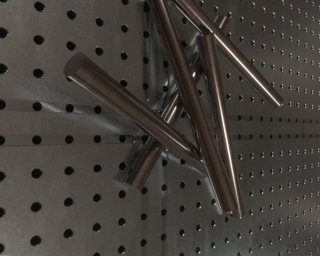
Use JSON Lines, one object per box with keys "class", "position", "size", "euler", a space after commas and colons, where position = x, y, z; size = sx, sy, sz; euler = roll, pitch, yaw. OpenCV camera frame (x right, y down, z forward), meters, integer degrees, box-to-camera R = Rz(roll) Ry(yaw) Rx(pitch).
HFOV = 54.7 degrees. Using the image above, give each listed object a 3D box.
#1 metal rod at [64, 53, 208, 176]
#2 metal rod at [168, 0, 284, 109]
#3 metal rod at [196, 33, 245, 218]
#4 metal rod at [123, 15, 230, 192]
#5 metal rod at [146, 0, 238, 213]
{"class": "metal rod", "position": [0.007, 0.008, 0.379], "size": [0.301, 0.025, 0.025], "euler": [38, 66, -46]}
{"class": "metal rod", "position": [0.083, -0.129, 0.448], "size": [0.301, 0.025, 0.025], "euler": [39, 65, -23]}
{"class": "metal rod", "position": [0.096, 0.008, 0.472], "size": [0.025, 0.025, 0.298], "euler": [-30, 115, -36]}
{"class": "metal rod", "position": [0.032, -0.049, 0.438], "size": [0.025, 0.025, 0.300], "euler": [44, 64, -32]}
{"class": "metal rod", "position": [0.043, -0.032, 0.411], "size": [0.025, 0.025, 0.298], "euler": [-21, 93, -38]}
